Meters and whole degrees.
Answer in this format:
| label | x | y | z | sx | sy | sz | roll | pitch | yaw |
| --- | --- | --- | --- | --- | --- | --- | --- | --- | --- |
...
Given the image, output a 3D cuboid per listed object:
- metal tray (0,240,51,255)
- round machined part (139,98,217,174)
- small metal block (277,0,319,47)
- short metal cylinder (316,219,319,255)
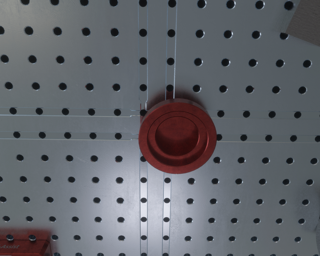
| label | x | y | z | sx | sy | sz | roll | pitch | yaw |
| --- | --- | --- | --- | --- | --- | --- | --- | --- | --- |
| metal tray | -0.241 | 0.224 | 0.490 | 0.131 | 0.030 | 0.089 | 0 | 110 | -1 |
| round machined part | 0.022 | 0.008 | 0.408 | 0.099 | 0.042 | 0.097 | 0 | 110 | 0 |
| small metal block | 0.178 | -0.129 | 0.368 | 0.050 | 0.025 | 0.050 | 18 | 109 | -7 |
| short metal cylinder | 0.272 | 0.164 | 0.447 | 0.050 | 0.080 | 0.079 | 6 | 110 | -3 |
